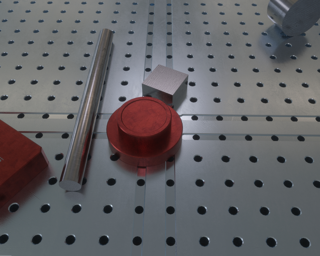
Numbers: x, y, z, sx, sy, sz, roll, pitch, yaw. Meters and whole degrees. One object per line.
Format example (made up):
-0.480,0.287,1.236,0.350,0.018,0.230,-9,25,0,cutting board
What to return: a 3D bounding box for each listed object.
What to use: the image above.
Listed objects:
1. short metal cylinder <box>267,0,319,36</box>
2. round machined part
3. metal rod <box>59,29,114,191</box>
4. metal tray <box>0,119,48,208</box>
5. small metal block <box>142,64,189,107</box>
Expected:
0.241,-0.212,0.552,0.081,0.080,0.050,-14,52,-12,short metal cylinder
-0.020,-0.003,0.398,0.099,0.042,0.098,0,50,0,round machined part
-0.098,-0.049,0.447,0.025,0.025,0.300,1,50,1,metal rod
-0.215,0.033,0.375,0.130,0.030,0.090,28,55,21,metal tray
0.008,-0.064,0.461,0.050,0.025,0.050,23,54,18,small metal block
